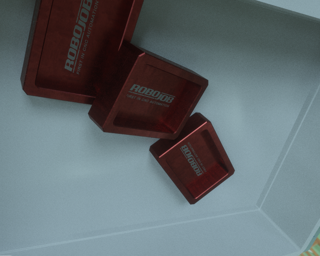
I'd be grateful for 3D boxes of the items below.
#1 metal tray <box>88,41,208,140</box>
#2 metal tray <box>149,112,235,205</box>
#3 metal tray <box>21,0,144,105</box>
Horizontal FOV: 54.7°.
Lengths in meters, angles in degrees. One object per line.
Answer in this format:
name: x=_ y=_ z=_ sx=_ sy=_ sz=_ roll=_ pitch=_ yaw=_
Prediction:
metal tray: x=-0.007 y=-0.035 z=0.357 sx=0.131 sy=0.030 sz=0.090 roll=9 pitch=115 yaw=-51
metal tray: x=0.053 y=0.050 z=0.466 sx=0.090 sy=0.030 sz=0.130 roll=-37 pitch=130 yaw=-4
metal tray: x=-0.078 y=-0.090 z=0.307 sx=0.091 sy=0.030 sz=0.129 roll=8 pitch=115 yaw=-32
